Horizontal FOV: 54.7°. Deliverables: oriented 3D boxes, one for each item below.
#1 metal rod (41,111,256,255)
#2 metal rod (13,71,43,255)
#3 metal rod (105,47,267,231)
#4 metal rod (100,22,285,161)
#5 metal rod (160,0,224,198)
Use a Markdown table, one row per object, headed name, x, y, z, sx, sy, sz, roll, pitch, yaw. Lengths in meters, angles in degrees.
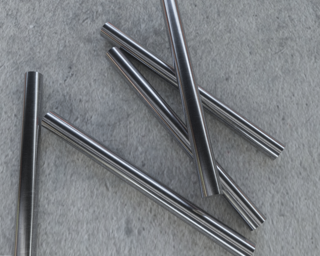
| name | x | y | z | sx | sy | sz | roll | pitch | yaw |
| --- | --- | --- | --- | --- | --- | --- | --- | --- | --- |
| metal rod | -0.022 | 0.066 | 0.383 | 0.301 | 0.025 | 0.025 | 32 | 73 | 10 |
| metal rod | -0.162 | 0.067 | 0.381 | 0.025 | 0.025 | 0.299 | -5 | 70 | -2 |
| metal rod | 0.024 | 0.003 | 0.407 | 0.025 | 0.025 | 0.300 | -36 | 74 | -12 |
| metal rod | 0.037 | -0.057 | 0.429 | 0.300 | 0.025 | 0.025 | 37 | 74 | 12 |
| metal rod | 0.035 | -0.061 | 0.403 | 0.025 | 0.025 | 0.299 | -9 | 70 | -4 |
